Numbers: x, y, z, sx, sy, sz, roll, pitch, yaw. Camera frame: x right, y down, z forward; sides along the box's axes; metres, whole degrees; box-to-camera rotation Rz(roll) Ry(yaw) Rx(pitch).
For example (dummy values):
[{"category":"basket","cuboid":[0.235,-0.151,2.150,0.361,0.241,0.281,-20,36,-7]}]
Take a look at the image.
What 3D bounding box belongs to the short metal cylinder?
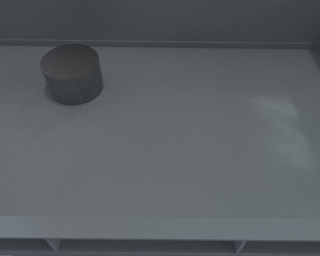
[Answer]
[{"category":"short metal cylinder","cuboid":[-0.127,-0.079,0.453,0.081,0.050,0.080,0,50,0]}]
